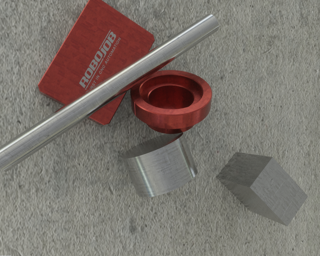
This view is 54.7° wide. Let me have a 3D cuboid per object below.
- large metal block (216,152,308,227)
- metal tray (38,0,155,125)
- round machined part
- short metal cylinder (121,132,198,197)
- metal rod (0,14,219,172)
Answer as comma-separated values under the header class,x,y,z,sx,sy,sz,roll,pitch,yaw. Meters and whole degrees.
class,x,y,z,sx,sy,sz,roll,pitch,yaw
large metal block,0.140,0.082,0.433,0.080,0.080,0.050,45,76,-15
metal tray,-0.076,-0.079,0.379,0.090,0.030,0.130,30,80,-18
round machined part,0.013,-0.030,0.387,0.099,0.098,0.042,-18,134,-20
short metal cylinder,0.000,0.043,0.381,0.081,0.080,0.050,-24,99,-19
metal rod,-0.049,-0.051,0.359,0.301,0.025,0.025,-36,102,-17
